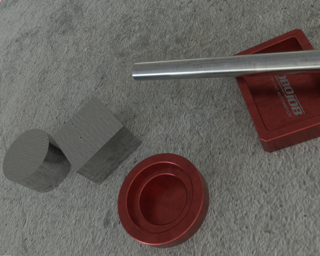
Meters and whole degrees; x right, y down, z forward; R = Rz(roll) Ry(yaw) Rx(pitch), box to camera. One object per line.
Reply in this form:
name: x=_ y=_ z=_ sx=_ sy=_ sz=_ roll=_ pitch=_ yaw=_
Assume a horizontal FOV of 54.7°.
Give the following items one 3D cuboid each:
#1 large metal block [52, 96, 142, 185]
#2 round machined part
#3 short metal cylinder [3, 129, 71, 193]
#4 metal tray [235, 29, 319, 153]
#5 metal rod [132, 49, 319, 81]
large metal block: x=-0.086 y=0.016 z=0.421 sx=0.080 sy=0.050 sz=0.080 roll=-45 pitch=51 yaw=-3
round machined part: x=0.007 y=0.080 z=0.339 sx=0.098 sy=0.042 sz=0.098 roll=-13 pitch=56 yaw=20
short metal cylinder: x=-0.176 y=0.048 z=0.449 sx=0.080 sy=0.050 sz=0.080 roll=-13 pitch=56 yaw=20
metal tray: x=0.141 y=-0.046 z=0.354 sx=0.090 sy=0.030 sz=0.130 roll=-21 pitch=54 yaw=15
metal rod: x=0.100 y=-0.072 z=0.355 sx=0.300 sy=0.025 sz=0.025 roll=3 pitch=63 yaw=29
